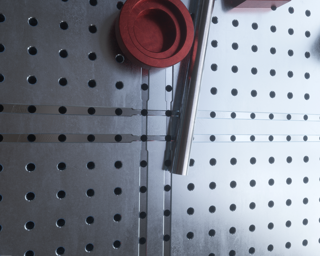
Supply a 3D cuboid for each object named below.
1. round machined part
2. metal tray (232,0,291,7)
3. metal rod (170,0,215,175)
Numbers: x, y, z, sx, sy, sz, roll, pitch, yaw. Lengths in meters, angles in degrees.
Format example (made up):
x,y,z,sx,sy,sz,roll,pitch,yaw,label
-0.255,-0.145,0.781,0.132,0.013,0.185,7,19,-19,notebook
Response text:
x,y,z,sx,sy,sz,roll,pitch,yaw,label
-0.009,-0.123,0.400,0.099,0.042,0.097,0,90,-20,round machined part
0.148,-0.251,0.464,0.091,0.030,0.129,-8,93,-20,metal tray
0.049,-0.085,0.430,0.025,0.025,0.298,10,87,-20,metal rod
